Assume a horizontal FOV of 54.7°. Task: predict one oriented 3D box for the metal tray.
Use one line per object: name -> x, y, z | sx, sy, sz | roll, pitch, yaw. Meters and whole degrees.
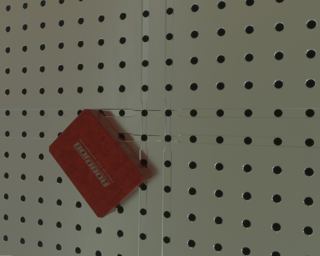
metal tray -> -0.087, 0.048, 0.439 | 0.090, 0.030, 0.130 | -44, 77, 14
